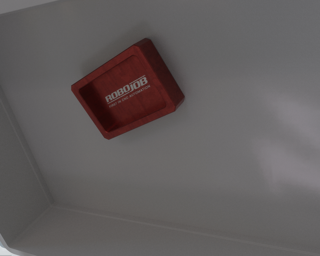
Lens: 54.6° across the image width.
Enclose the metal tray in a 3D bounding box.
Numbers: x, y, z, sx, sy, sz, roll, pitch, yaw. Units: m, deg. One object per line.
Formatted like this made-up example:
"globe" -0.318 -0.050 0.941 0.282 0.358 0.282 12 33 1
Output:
"metal tray" -0.045 -0.045 0.401 0.130 0.030 0.090 -22 107 36
